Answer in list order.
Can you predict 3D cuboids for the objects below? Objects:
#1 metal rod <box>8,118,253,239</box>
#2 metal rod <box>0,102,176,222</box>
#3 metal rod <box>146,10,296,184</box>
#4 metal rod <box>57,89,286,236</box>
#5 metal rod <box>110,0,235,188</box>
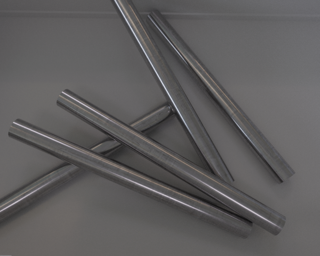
[{"bbox_3d":[-0.035,0.060,0.368,0.301,0.025,0.025,23,72,0],"label":"metal rod"},{"bbox_3d":[-0.110,0.050,0.390,0.301,0.025,0.025,-31,73,-11],"label":"metal rod"},{"bbox_3d":[0.074,-0.053,0.429,0.025,0.025,0.299,-33,73,-11],"label":"metal rod"},{"bbox_3d":[0.007,0.037,0.371,0.301,0.025,0.025,30,73,7],"label":"metal rod"},{"bbox_3d":[0.010,-0.060,0.400,0.025,0.025,0.299,-28,84,-10],"label":"metal rod"}]
